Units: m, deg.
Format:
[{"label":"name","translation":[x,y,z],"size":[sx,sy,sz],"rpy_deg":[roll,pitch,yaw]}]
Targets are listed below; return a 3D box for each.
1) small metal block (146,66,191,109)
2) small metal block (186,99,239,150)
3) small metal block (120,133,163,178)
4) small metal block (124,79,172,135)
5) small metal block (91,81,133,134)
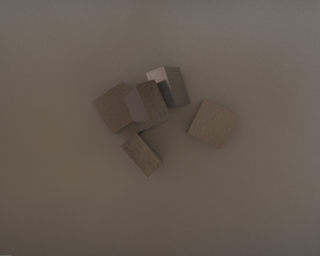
[{"label":"small metal block","translation":[0.012,-0.050,0.396],"size":[0.025,0.050,0.050],"rpy_deg":[-17,90,27]},{"label":"small metal block","translation":[0.069,-0.005,0.412],"size":[0.050,0.025,0.050],"rpy_deg":[26,90,-1]},{"label":"small metal block","translation":[-0.022,0.033,0.399],"size":[0.025,0.050,0.050],"rpy_deg":[-41,91,0]},{"label":"small metal block","translation":[-0.016,-0.024,0.374],"size":[0.025,0.050,0.050],"rpy_deg":[-22,86,-25]},{"label":"small metal block","translation":[-0.054,-0.026,0.411],"size":[0.050,0.025,0.050],"rpy_deg":[-33,90,0]}]
